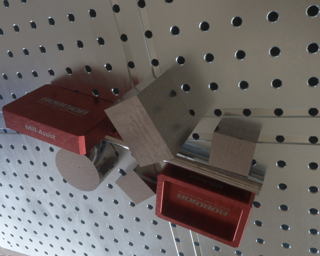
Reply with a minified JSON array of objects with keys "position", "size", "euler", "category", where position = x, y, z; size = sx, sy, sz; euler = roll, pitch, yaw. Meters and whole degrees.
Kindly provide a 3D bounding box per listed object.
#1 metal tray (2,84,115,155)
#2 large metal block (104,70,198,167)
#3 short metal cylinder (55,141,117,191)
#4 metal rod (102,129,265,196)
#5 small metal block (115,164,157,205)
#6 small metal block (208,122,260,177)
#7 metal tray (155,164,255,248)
[{"position":[-0.134,-0.017,0.428],"size":[0.130,0.090,0.030],"euler":[17,125,18],"category":"metal tray"},{"position":[-0.007,-0.013,0.373],"size":[0.050,0.080,0.080],"euler":[-20,108,36],"category":"large metal block"},{"position":[-0.115,0.052,0.487],"size":[0.080,0.050,0.079],"euler":[13,124,21],"category":"short metal cylinder"},{"position":[-0.009,0.029,0.434],"size":[0.301,0.025,0.025],"euler":[18,126,17],"category":"metal rod"},{"position":[-0.033,0.086,0.483],"size":[0.050,0.025,0.050],"euler":[48,129,-6],"category":"small metal block"},{"position":[0.090,0.026,0.380],"size":[0.050,0.025,0.050],"euler":[16,125,19],"category":"small metal block"},{"position":[0.060,0.109,0.443],"size":[0.130,0.030,0.089],"euler":[17,126,18],"category":"metal tray"}]
